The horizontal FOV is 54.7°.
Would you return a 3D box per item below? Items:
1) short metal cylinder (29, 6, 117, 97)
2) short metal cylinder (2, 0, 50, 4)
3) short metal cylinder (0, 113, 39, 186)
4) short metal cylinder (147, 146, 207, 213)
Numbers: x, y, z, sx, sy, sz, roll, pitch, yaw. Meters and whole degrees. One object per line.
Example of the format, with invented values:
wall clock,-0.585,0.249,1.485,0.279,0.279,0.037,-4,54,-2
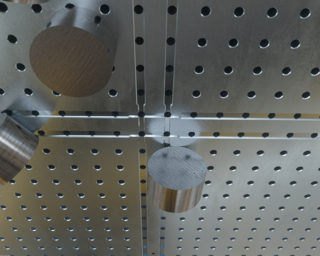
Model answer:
short metal cylinder,-0.088,-0.079,0.326,0.081,0.050,0.079,0,130,0
short metal cylinder,-0.124,-0.144,0.251,0.081,0.080,0.050,17,128,-15
short metal cylinder,-0.204,0.027,0.396,0.080,0.080,0.050,-29,125,22
short metal cylinder,0.022,0.071,0.437,0.081,0.080,0.050,2,130,-3
